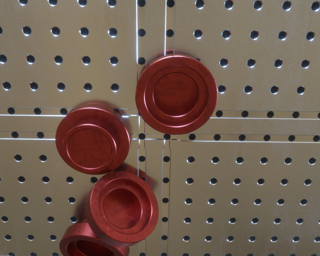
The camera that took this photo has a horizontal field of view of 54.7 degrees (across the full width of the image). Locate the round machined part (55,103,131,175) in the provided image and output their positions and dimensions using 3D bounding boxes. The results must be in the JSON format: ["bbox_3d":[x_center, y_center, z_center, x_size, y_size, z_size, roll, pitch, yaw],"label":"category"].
[{"bbox_3d":[-0.090,0.020,0.410,0.099,0.042,0.097,0,110,-1],"label":"round machined part"}]

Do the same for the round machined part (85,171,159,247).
[{"bbox_3d":[-0.055,0.112,0.422,0.098,0.098,0.042,32,135,-12],"label":"round machined part"}]

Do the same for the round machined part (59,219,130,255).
[{"bbox_3d":[-0.092,0.169,0.454,0.098,0.042,0.097,7,128,9],"label":"round machined part"}]

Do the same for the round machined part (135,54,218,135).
[{"bbox_3d":[0.020,-0.044,0.388,0.099,0.042,0.097,0,110,-1],"label":"round machined part"}]
